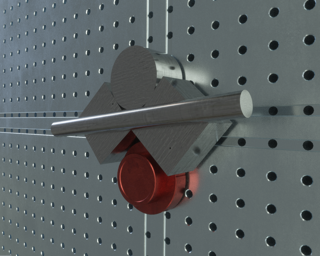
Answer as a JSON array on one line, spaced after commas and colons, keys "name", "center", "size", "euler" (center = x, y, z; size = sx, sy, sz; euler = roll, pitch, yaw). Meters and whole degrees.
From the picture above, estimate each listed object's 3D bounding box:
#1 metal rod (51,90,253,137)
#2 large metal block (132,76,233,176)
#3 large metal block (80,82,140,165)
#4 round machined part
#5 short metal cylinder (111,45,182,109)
[{"name": "metal rod", "center": [-0.038, -0.010, 0.368], "size": [0.300, 0.025, 0.025], "euler": [-6, 86, 40]}, {"name": "large metal block", "center": [0.023, -0.003, 0.366], "size": [0.080, 0.050, 0.080], "euler": [50, 120, 28]}, {"name": "large metal block", "center": [-0.063, -0.006, 0.439], "size": [0.080, 0.050, 0.080], "euler": [-47, 64, 29]}, {"name": "round machined part", "center": [-0.018, 0.065, 0.408], "size": [0.098, 0.042, 0.097], "euler": [0, 90, 40]}, {"name": "short metal cylinder", "center": [-0.018, -0.062, 0.403], "size": [0.080, 0.050, 0.079], "euler": [0, 90, 40]}]
